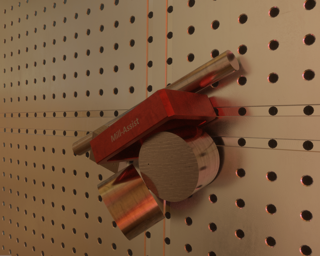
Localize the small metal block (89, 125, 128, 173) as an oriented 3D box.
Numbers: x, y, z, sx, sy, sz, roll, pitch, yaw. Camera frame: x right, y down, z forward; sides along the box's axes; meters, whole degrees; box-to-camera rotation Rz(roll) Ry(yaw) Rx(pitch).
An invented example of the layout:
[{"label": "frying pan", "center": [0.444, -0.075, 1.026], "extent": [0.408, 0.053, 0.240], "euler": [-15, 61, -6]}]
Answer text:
[{"label": "small metal block", "center": [-0.072, 0.031, 0.447], "extent": [0.050, 0.025, 0.050], "euler": [26, 123, 17]}]

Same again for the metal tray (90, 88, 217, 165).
[{"label": "metal tray", "center": [-0.010, 0.002, 0.370], "extent": [0.130, 0.091, 0.030], "euler": [-33, 70, 35]}]

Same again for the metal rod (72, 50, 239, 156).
[{"label": "metal rod", "center": [-0.028, -0.020, 0.427], "extent": [0.299, 0.025, 0.025], "euler": [-27, 73, 36]}]

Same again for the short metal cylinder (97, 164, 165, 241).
[{"label": "short metal cylinder", "center": [-0.036, 0.092, 0.389], "extent": [0.050, 0.080, 0.080], "euler": [-31, 64, -9]}]

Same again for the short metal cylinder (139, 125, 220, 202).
[{"label": "short metal cylinder", "center": [0.022, 0.040, 0.363], "extent": [0.080, 0.050, 0.079], "euler": [7, 103, 35]}]
